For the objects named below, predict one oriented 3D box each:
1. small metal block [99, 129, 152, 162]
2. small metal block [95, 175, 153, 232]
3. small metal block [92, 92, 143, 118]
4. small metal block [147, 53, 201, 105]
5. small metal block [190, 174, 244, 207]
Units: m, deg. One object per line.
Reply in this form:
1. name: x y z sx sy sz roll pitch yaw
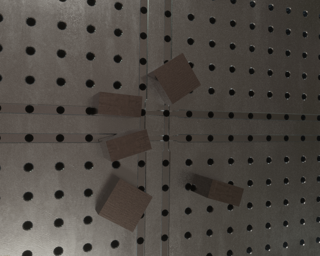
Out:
1. small metal block: -0.044 0.020 0.384 0.050 0.050 0.025 -17 96 -20
2. small metal block: -0.046 0.096 0.397 0.050 0.025 0.050 33 79 -17
3. small metal block: -0.054 -0.027 0.380 0.050 0.050 0.025 4 89 -20
4. small metal block: 0.019 -0.066 0.421 0.050 0.025 0.050 -35 102 -17
5. small metal block: 0.078 0.086 0.430 0.050 0.050 0.025 19 84 -20
